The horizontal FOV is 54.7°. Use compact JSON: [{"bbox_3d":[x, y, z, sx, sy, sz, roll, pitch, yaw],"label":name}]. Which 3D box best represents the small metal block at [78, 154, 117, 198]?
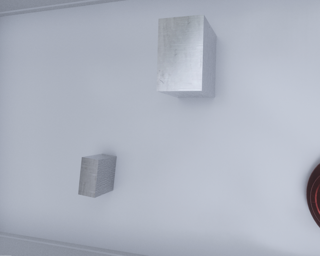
[{"bbox_3d":[-0.085,0.064,0.426,0.025,0.050,0.050,7,92,19],"label":"small metal block"}]

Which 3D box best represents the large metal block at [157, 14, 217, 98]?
[{"bbox_3d":[0.035,-0.079,0.369,0.050,0.080,0.079,2,91,20],"label":"large metal block"}]

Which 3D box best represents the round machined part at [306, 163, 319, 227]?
[{"bbox_3d":[0.194,0.073,0.310,0.098,0.042,0.097,-6,83,52],"label":"round machined part"}]
